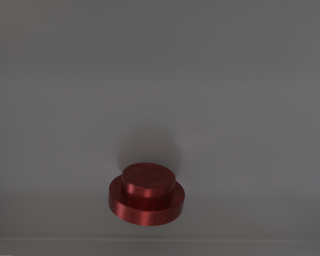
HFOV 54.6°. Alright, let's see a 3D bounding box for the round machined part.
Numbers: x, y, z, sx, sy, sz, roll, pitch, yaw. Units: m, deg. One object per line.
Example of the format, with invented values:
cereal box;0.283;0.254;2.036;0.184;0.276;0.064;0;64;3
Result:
round machined part;-0.016;0.078;0.401;0.099;0.098;0.042;6;110;-3
